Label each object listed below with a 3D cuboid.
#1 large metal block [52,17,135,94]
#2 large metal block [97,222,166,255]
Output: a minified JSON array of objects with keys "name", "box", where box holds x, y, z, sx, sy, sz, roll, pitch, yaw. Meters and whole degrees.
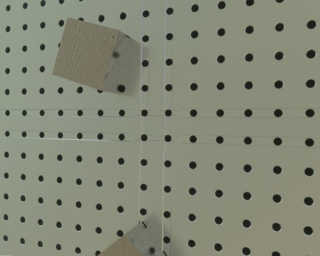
[{"name":"large metal block","box":[-0.091,-0.099,0.430,0.080,0.050,0.080,20,96,18]},{"name":"large metal block","box":[-0.039,0.188,0.412,0.080,0.050,0.080,-41,77,15]}]
